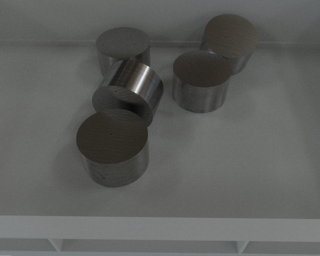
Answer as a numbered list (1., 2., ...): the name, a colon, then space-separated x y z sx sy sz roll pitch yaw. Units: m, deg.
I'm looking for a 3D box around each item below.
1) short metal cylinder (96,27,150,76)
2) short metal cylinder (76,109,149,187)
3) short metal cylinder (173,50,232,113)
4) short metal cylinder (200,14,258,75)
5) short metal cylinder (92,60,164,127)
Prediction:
1. short metal cylinder: -0.056 -0.114 0.484 0.080 0.050 0.080 0 50 0
2. short metal cylinder: -0.054 0.023 0.369 0.080 0.050 0.080 0 50 0
3. short metal cylinder: 0.058 -0.067 0.446 0.080 0.050 0.080 0 50 0
4. short metal cylinder: 0.105 -0.129 0.482 0.081 0.050 0.080 1 69 -3
5. short metal cylinder: -0.040 -0.041 0.403 0.080 0.080 0.050 12 51 10
